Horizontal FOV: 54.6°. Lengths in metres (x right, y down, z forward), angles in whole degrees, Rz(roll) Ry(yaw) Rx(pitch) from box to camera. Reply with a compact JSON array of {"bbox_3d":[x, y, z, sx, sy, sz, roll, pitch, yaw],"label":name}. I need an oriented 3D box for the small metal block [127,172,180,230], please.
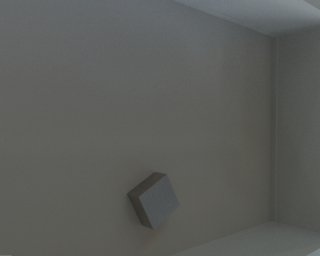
[{"bbox_3d":[-0.007,0.092,0.400,0.050,0.025,0.050,-34,111,-35],"label":"small metal block"}]
